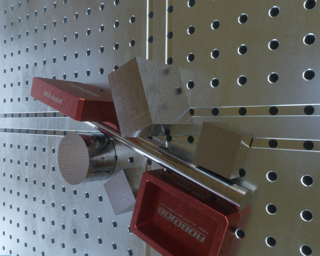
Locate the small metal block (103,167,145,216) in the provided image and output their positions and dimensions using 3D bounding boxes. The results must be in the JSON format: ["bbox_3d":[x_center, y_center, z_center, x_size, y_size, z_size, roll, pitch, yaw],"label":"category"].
[{"bbox_3d":[-0.050,0.092,0.452,0.050,0.025,0.050,-39,66,33],"label":"small metal block"}]

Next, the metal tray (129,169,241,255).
[{"bbox_3d":[0.025,0.117,0.385,0.130,0.030,0.089,23,105,37],"label":"metal tray"}]

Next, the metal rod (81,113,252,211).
[{"bbox_3d":[-0.017,0.027,0.423,0.300,0.025,0.025,25,106,37],"label":"metal rod"}]

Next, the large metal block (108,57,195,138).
[{"bbox_3d":[-0.010,-0.034,0.383,0.050,0.081,0.080,-23,75,38],"label":"large metal block"}]

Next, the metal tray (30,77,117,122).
[{"bbox_3d":[-0.120,-0.043,0.465,0.130,0.091,0.030,24,105,37],"label":"metal tray"}]

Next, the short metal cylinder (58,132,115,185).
[{"bbox_3d":[-0.116,0.046,0.488,0.080,0.050,0.080,0,90,40],"label":"short metal cylinder"}]

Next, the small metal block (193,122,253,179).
[{"bbox_3d":[0.070,0.024,0.351,0.050,0.025,0.050,22,104,38],"label":"small metal block"}]
